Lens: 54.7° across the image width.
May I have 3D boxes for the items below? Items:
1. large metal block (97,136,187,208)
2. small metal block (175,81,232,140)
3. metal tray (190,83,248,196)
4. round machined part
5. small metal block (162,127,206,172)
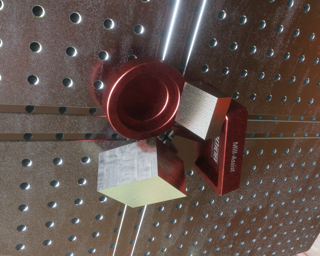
[{"bbox_3d":[-0.021,0.059,0.392,0.080,0.050,0.080,-17,146,21],"label":"large metal block"},{"bbox_3d":[0.049,-0.021,0.357,0.025,0.050,0.050,-9,122,-41],"label":"small metal block"},{"bbox_3d":[0.073,0.015,0.420,0.030,0.090,0.129,-17,125,-19],"label":"metal tray"},{"bbox_3d":[-0.021,-0.038,0.366,0.099,0.042,0.097,-14,125,-21],"label":"round machined part"},{"bbox_3d":[0.029,0.030,0.441,0.050,0.025,0.050,17,114,-24],"label":"small metal block"}]
